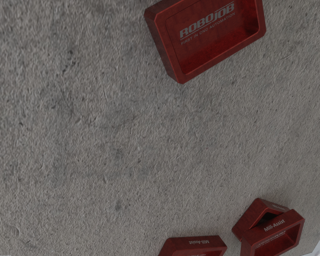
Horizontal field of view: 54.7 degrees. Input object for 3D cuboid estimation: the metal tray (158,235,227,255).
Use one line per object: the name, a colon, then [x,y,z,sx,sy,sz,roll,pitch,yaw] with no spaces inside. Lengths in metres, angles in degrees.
metal tray: [0.056,0.250,0.588,0.131,0.030,0.089,11,113,-33]

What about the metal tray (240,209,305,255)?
metal tray: [0.226,0.226,0.627,0.131,0.030,0.089,-18,126,-18]

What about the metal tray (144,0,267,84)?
metal tray: [0.057,-0.121,0.359,0.131,0.030,0.090,-32,129,-8]

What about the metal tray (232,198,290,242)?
metal tray: [0.221,0.200,0.648,0.131,0.030,0.090,24,106,-37]
